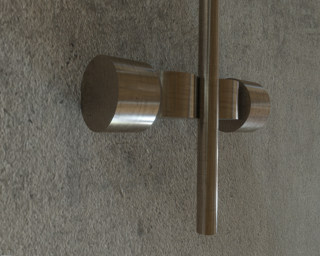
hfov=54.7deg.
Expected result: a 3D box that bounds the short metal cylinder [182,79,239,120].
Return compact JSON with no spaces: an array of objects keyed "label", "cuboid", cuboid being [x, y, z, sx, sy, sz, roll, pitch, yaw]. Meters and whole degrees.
[{"label":"short metal cylinder","cuboid":[0.067,-0.037,0.426,0.081,0.080,0.050,1,90,-40]}]

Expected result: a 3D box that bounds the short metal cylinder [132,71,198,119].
[{"label":"short metal cylinder","cuboid":[0.005,-0.037,0.375,0.081,0.080,0.050,1,90,-40]}]

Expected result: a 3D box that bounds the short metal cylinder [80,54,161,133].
[{"label":"short metal cylinder","cuboid":[-0.044,-0.035,0.333,0.050,0.080,0.080,1,90,-40]}]

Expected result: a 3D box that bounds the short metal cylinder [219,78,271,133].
[{"label":"short metal cylinder","cuboid":[0.118,-0.033,0.469,0.050,0.080,0.080,1,90,-40]}]

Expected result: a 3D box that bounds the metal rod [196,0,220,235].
[{"label":"metal rod","cuboid":[0.058,-0.024,0.374,0.025,0.025,0.298,1,89,-40]}]
